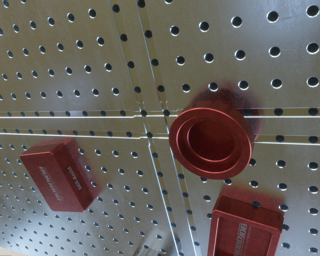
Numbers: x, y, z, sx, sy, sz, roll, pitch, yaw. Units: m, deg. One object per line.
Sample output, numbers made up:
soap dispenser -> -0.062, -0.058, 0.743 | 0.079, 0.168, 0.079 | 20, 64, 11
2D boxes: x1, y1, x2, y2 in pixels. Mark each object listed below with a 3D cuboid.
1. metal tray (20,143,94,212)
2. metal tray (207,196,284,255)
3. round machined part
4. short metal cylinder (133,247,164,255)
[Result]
metal tray -> -0.187, 0.093, 0.564 | 0.090, 0.030, 0.129 | -8, 115, 31
metal tray -> 0.119, 0.167, 0.448 | 0.090, 0.030, 0.129 | 13, 124, 21
round machined part -> 0.064, 0.011, 0.373 | 0.098, 0.042, 0.097 | 13, 124, 21
short metal cylinder -> -0.024, 0.269, 0.574 | 0.080, 0.050, 0.079 | 13, 124, 21
